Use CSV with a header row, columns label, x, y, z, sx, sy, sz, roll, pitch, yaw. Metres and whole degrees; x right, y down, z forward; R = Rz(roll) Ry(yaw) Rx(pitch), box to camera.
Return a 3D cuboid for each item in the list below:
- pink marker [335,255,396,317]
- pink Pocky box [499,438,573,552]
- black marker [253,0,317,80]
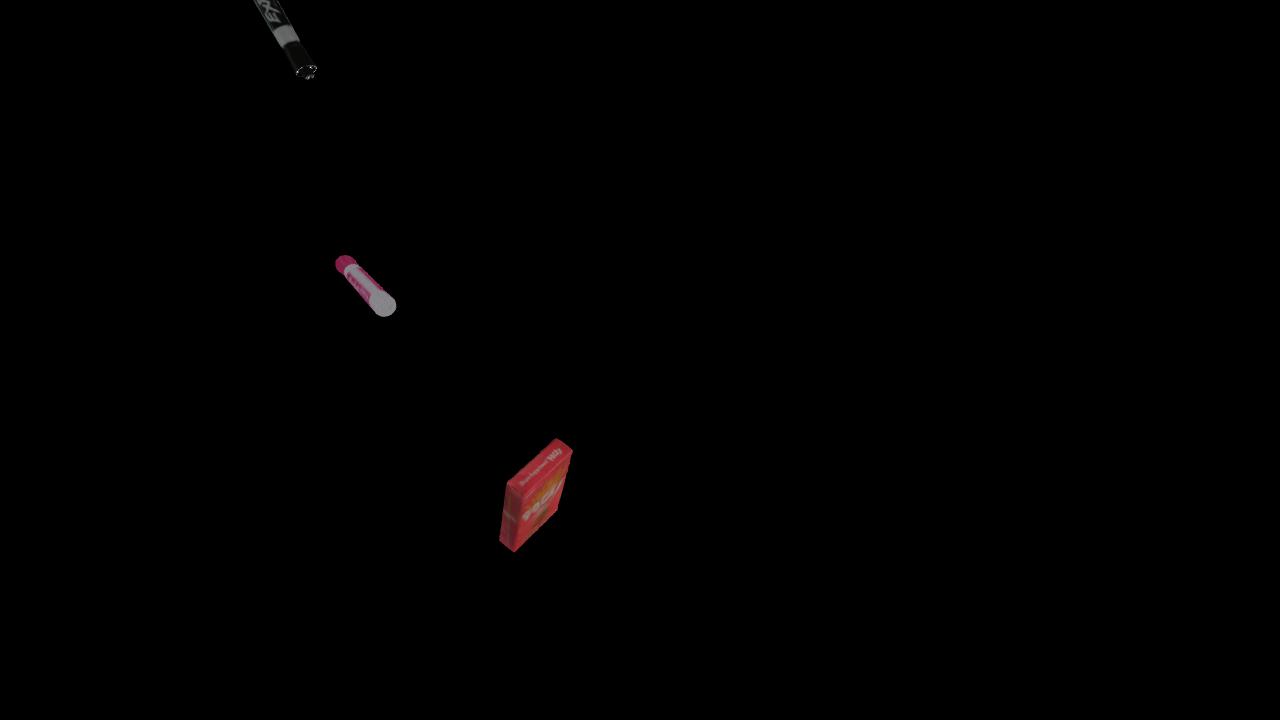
label,x,y,z,sx,sy,sz,roll,pitch,yaw
pink marker,-0.251,-0.070,0.558,0.020,0.020,0.121,0,25,-42
pink Pocky box,-0.127,0.165,0.739,0.029,0.155,0.084,36,50,15
black marker,-0.314,-0.299,0.525,0.020,0.121,0.020,-27,9,5
